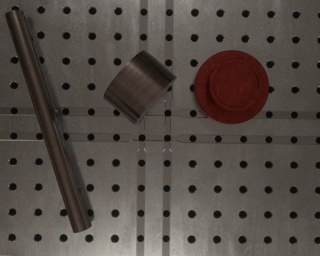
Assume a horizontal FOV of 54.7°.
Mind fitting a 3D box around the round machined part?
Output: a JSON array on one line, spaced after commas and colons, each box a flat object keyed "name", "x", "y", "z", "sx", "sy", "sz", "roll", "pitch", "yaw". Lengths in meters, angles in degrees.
[{"name": "round machined part", "x": 0.095, "y": -0.054, "z": 0.406, "sx": 0.099, "sy": 0.042, "sz": 0.097, "roll": 0, "pitch": 90, "yaw": -1}]

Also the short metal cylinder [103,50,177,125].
[{"name": "short metal cylinder", "x": -0.024, "y": -0.050, "z": 0.386, "sx": 0.050, "sy": 0.080, "sz": 0.080, "roll": 41, "pitch": 90, "yaw": -1}]

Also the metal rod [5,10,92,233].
[{"name": "metal rod", "x": -0.147, "y": -0.008, "z": 0.411, "sx": 0.025, "sy": 0.025, "sz": 0.298, "roll": -17, "pitch": 90, "yaw": 0}]
